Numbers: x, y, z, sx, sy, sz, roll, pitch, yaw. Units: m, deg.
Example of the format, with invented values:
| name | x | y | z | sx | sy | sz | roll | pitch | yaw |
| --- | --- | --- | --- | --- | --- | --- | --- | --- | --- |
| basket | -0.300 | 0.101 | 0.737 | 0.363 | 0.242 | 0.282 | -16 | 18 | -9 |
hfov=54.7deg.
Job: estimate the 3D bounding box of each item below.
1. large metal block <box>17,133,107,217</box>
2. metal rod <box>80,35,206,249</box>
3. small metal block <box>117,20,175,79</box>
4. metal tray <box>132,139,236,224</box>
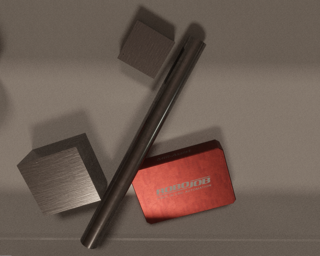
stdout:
| name | x | y | z | sx | sy | sz | roll | pitch | yaw |
| --- | --- | --- | --- | --- | --- | --- | --- | --- | --- |
| large metal block | -0.128 | 0.062 | 0.418 | 0.080 | 0.050 | 0.080 | -18 | 108 | 6 |
| metal rod | -0.025 | 0.024 | 0.395 | 0.025 | 0.025 | 0.299 | 27 | 98 | -10 |
| small metal block | -0.016 | -0.096 | 0.376 | 0.050 | 0.025 | 0.050 | 28 | 107 | -11 |
| metal tray | 0.032 | 0.077 | 0.438 | 0.131 | 0.030 | 0.089 | -16 | 110 | 5 |
